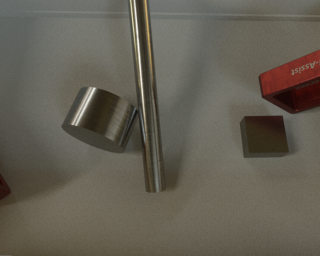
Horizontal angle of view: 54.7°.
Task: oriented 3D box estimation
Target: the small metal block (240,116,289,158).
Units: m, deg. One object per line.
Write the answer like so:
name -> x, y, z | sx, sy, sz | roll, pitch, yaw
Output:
small metal block -> 0.136, 0.012, 0.407 | 0.050, 0.025, 0.050 | -1, 70, -1

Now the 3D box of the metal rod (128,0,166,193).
metal rod -> -0.019, -0.071, 0.373 | 0.025, 0.025, 0.298 | -5, 94, -2

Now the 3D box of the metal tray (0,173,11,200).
metal tray -> -0.237, 0.028, 0.362 | 0.030, 0.090, 0.130 | -37, 74, -12

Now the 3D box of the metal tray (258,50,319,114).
metal tray -> 0.197, -0.059, 0.364 | 0.091, 0.130, 0.030 | 17, 63, -43

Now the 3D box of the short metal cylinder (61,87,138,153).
short metal cylinder -> -0.072, -0.008, 0.383 | 0.080, 0.080, 0.050 | 18, 71, 6
